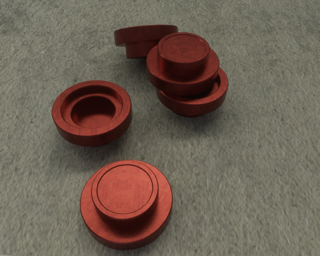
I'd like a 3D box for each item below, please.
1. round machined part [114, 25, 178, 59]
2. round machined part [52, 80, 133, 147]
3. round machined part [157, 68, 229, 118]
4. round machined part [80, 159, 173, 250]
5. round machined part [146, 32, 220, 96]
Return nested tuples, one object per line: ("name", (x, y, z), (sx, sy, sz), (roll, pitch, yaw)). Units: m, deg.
("round machined part", (-0.020, -0.131, 0.481), (0.099, 0.042, 0.098), (-4, 11, 1))
("round machined part", (-0.085, -0.014, 0.403), (0.099, 0.042, 0.098), (0, 50, 0))
("round machined part", (0.044, -0.053, 0.438), (0.099, 0.042, 0.098), (0, 50, 0))
("round machined part", (-0.036, 0.074, 0.330), (0.099, 0.042, 0.098), (0, 50, 0))
("round machined part", (0.031, -0.092, 0.415), (0.099, 0.042, 0.098), (0, 50, 0))
